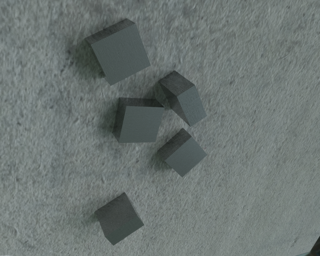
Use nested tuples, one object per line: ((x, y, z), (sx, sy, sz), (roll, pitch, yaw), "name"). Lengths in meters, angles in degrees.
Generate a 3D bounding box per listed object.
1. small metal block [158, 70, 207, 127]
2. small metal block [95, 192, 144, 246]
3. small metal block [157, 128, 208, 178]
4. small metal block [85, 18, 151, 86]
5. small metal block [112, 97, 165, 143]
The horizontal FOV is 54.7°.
((0.028, -0.037, 0.385), (0.025, 0.050, 0.050), (-34, 129, -7), "small metal block")
((-0.058, 0.128, 0.440), (0.050, 0.050, 0.025), (-32, 129, -8), "small metal block")
((0.033, 0.036, 0.449), (0.050, 0.025, 0.050), (-42, 130, 0), "small metal block")
((-0.044, -0.082, 0.333), (0.050, 0.025, 0.050), (-29, 129, -10), "small metal block")
((-0.028, -0.009, 0.387), (0.050, 0.025, 0.050), (0, 118, -29), "small metal block")
